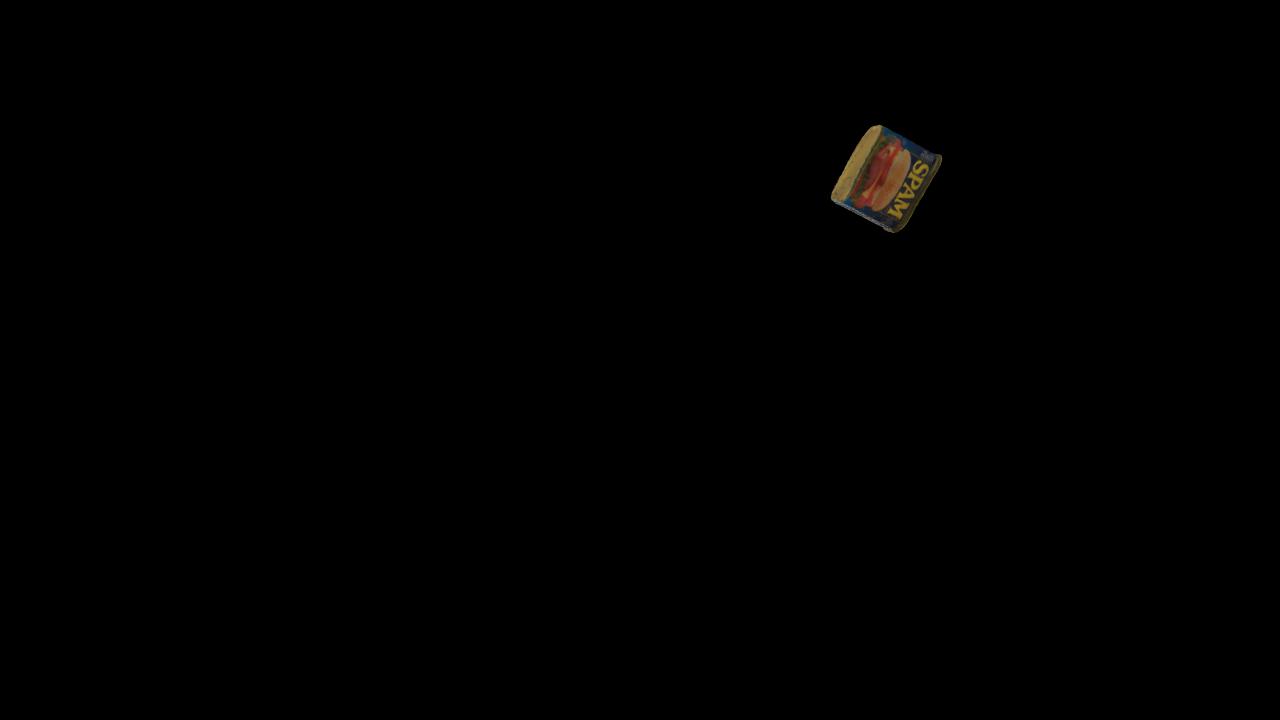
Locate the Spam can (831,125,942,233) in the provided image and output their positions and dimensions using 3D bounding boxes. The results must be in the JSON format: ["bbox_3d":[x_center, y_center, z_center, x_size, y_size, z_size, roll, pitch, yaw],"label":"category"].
[{"bbox_3d":[0.294,-0.218,0.741,0.085,0.101,0.058,24,14,-10],"label":"Spam can"}]
